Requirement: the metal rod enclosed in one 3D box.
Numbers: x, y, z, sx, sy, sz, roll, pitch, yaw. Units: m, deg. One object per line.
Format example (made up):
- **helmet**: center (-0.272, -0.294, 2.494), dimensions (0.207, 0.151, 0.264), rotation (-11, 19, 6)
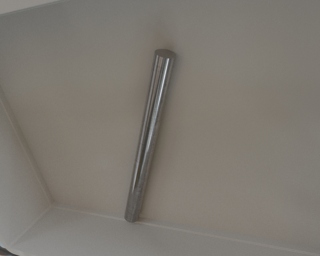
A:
- **metal rod**: center (-0.021, 0.033, 0.440), dimensions (0.025, 0.025, 0.298), rotation (23, 127, 14)
